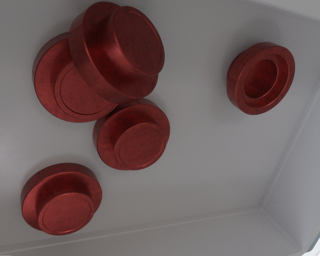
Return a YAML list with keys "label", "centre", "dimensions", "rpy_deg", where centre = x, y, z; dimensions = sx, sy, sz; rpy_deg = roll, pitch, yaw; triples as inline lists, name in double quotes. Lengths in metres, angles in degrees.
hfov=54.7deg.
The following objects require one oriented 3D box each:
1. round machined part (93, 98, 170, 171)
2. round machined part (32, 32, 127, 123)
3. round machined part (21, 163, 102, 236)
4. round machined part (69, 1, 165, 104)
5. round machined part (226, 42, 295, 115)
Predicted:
- label: "round machined part"
  centre: [-0.031, 0.014, 0.389]
  dimensions: [0.099, 0.042, 0.097]
  rpy_deg: [-14, 124, -21]
- label: "round machined part"
  centre: [-0.079, -0.048, 0.325]
  dimensions: [0.099, 0.042, 0.097]
  rpy_deg: [-14, 124, -21]
- label: "round machined part"
  centre: [-0.121, 0.096, 0.391]
  dimensions: [0.099, 0.042, 0.097]
  rpy_deg: [-14, 124, -21]
- label: "round machined part"
  centre: [-0.033, -0.075, 0.296]
  dimensions: [0.042, 0.098, 0.098]
  rpy_deg: [-18, 141, 37]
- label: "round machined part"
  centre: [0.132, -0.070, 0.426]
  dimensions: [0.099, 0.042, 0.097]
  rpy_deg: [-14, 124, -21]
